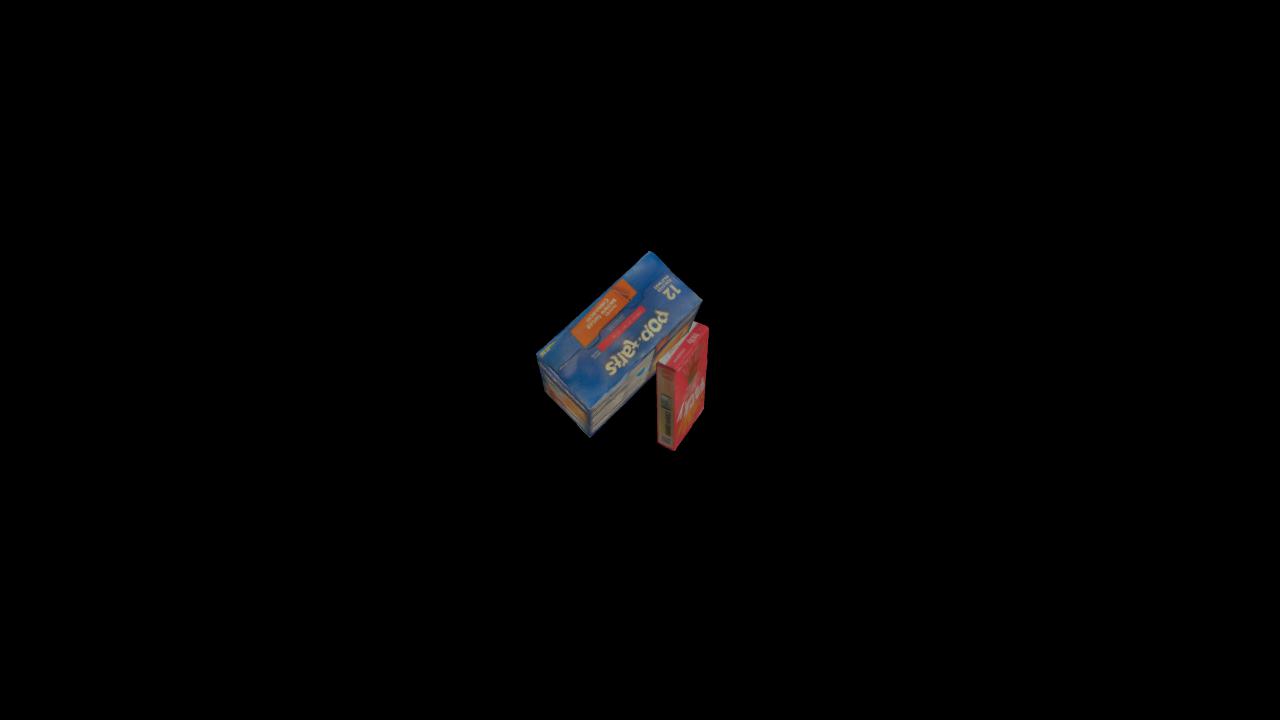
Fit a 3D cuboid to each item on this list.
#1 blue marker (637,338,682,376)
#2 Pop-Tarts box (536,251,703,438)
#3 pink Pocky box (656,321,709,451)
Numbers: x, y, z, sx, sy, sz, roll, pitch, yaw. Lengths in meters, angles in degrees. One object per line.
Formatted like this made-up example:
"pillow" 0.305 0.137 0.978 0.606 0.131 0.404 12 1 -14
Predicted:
"blue marker" -0.008 0.018 0.692 0.020 0.020 0.121 0 -12 -4
"Pop-Tarts box" -0.024 -0.012 0.680 0.083 0.167 0.141 43 -16 9
"pink Pocky box" 0.052 0.034 0.758 0.029 0.155 0.084 23 50 23
